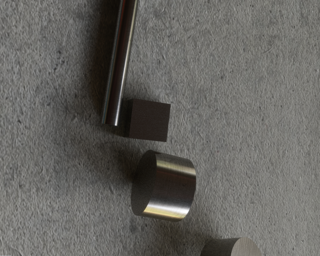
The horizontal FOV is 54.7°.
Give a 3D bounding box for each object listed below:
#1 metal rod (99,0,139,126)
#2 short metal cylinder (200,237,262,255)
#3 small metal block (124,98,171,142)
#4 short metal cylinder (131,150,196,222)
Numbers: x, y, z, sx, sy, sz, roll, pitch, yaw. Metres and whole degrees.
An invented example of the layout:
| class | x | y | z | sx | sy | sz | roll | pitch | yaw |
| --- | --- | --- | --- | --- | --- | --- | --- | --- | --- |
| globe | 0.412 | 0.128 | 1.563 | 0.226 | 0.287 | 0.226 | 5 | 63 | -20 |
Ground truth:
| class | x | y | z | sx | sy | sz | roll | pitch | yaw |
| --- | --- | --- | --- | --- | --- | --- | --- | --- | --- |
| metal rod | -0.041 | -0.151 | 0.394 | 0.025 | 0.025 | 0.298 | 10 | 87 | -20 |
| short metal cylinder | 0.098 | 0.191 | 0.416 | 0.080 | 0.050 | 0.080 | 21 | 58 | -38 |
| small metal block | -0.017 | -0.009 | 0.404 | 0.050 | 0.025 | 0.050 | 7 | 88 | -20 |
| short metal cylinder | 0.002 | 0.071 | 0.382 | 0.050 | 0.080 | 0.080 | 16 | 85 | -20 |
